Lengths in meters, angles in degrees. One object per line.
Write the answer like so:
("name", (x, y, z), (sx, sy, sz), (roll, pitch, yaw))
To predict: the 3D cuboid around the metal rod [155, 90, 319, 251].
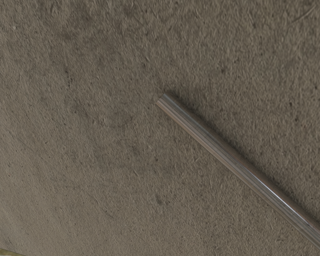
("metal rod", (0.115, 0.062, 0.384), (0.300, 0.025, 0.025), (41, 129, -1))
